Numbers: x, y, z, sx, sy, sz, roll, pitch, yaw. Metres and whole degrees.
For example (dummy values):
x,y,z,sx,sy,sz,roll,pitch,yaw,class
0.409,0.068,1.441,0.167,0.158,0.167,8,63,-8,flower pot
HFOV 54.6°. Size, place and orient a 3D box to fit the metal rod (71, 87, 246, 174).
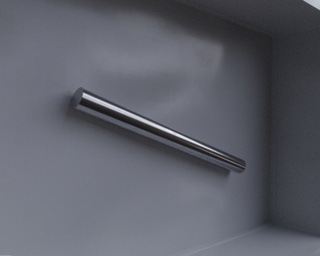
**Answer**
x,y,z,sx,sy,sz,roll,pitch,yaw,class
0.021,0.016,0.421,0.302,0.025,0.025,23,75,-37,metal rod
